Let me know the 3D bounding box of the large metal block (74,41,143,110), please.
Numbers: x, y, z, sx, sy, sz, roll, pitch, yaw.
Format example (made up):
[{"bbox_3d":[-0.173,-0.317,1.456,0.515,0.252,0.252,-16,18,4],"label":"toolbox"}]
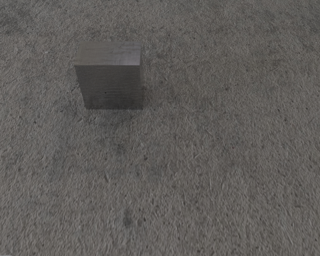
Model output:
[{"bbox_3d":[-0.065,-0.071,0.427,0.080,0.080,0.050,0,50,0],"label":"large metal block"}]
